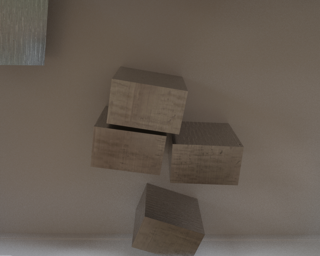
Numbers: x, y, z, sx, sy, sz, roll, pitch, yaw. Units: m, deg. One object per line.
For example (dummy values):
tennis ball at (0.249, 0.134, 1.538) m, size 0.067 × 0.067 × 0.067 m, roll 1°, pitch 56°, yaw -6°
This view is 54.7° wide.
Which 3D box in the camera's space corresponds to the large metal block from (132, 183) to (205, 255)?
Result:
large metal block at (0.010, 0.129, 0.430) m, size 0.080 × 0.080 × 0.050 m, roll 19°, pitch 109°, yaw -7°

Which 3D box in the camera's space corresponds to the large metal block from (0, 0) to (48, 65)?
large metal block at (-0.172, -0.113, 0.331) m, size 0.050 × 0.081 × 0.079 m, roll 27°, pitch 115°, yaw 36°

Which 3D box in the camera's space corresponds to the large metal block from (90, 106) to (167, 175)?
large metal block at (-0.036, 0.013, 0.386) m, size 0.081 × 0.080 × 0.050 m, roll 8°, pitch 110°, yaw -3°

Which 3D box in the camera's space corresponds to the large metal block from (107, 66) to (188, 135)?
large metal block at (-0.015, -0.036, 0.369) m, size 0.081 × 0.080 × 0.050 m, roll 9°, pitch 110°, yaw -4°

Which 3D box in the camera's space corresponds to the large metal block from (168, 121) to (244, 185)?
large metal block at (0.053, 0.029, 0.394) m, size 0.081 × 0.080 × 0.050 m, roll 2°, pitch 110°, yaw -1°
